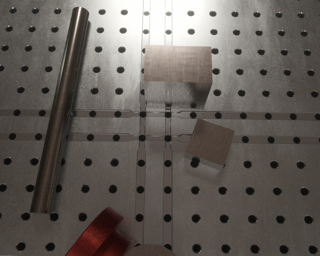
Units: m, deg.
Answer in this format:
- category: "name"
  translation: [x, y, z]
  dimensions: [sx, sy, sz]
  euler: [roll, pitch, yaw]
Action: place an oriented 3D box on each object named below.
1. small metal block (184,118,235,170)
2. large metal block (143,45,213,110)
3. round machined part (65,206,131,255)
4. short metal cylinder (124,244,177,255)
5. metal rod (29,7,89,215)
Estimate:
- category: "small metal block"
  translation: [0.064, 0.021, 0.405]
  dimensions: [0.050, 0.025, 0.050]
  euler: [20, 71, 6]
- category: "large metal block"
  translation: [0.022, -0.064, 0.406]
  dimensions: [0.081, 0.080, 0.050]
  euler: [2, 70, 0]
- category: "round machined part"
  translation: [-0.067, 0.135, 0.323]
  dimensions: [0.042, 0.098, 0.098]
  euler: [36, 74, 6]
- category: "short metal cylinder"
  translation: [-0.011, 0.168, 0.337]
  dimensions: [0.081, 0.050, 0.080]
  euler: [0, 70, -1]
- category: "metal rod"
  translation: [-0.132, -0.037, 0.423]
  dimensions: [0.025, 0.025, 0.299]
  euler: [4, 70, 1]
